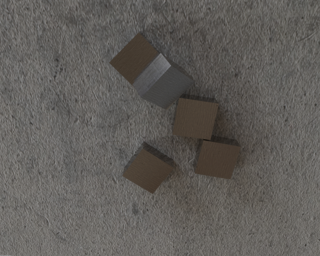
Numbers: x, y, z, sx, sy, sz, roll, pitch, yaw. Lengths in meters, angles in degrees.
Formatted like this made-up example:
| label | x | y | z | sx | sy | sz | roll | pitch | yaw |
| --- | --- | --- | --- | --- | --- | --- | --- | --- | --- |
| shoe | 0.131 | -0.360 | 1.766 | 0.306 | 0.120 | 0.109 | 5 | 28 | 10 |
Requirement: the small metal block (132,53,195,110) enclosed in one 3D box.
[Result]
| label | x | y | z | sx | sy | sz | roll | pitch | yaw |
| --- | --- | --- | --- | --- | --- | --- | --- | --- | --- |
| small metal block | 0.005 | -0.054 | 0.370 | 0.050 | 0.025 | 0.050 | -45 | 144 | 18 |

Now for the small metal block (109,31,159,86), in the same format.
| label | x | y | z | sx | sy | sz | roll | pitch | yaw |
| --- | --- | --- | --- | --- | --- | --- | --- | --- | --- |
| small metal block | -0.025 | -0.081 | 0.379 | 0.050 | 0.025 | 0.050 | -42 | 105 | 14 |

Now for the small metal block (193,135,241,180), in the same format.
| label | x | y | z | sx | sy | sz | roll | pitch | yaw |
| --- | --- | --- | --- | --- | --- | --- | --- | --- | --- |
| small metal block | 0.077 | 0.039 | 0.425 | 0.050 | 0.025 | 0.050 | 10 | 110 | -4 |

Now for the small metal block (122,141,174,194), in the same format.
| label | x | y | z | sx | sy | sz | roll | pitch | yaw |
| --- | --- | --- | --- | --- | --- | --- | --- | --- | --- |
| small metal block | -0.016 | 0.055 | 0.430 | 0.050 | 0.025 | 0.050 | 33 | 107 | -12 |

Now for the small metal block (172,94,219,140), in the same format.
| label | x | y | z | sx | sy | sz | roll | pitch | yaw |
| --- | --- | --- | --- | --- | --- | --- | --- | --- | --- |
| small metal block | 0.045 | -0.015 | 0.404 | 0.050 | 0.025 | 0.050 | 8 | 110 | -3 |
